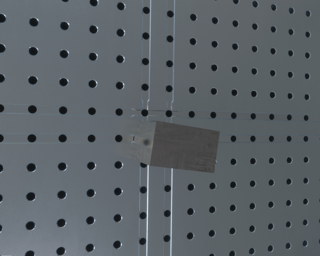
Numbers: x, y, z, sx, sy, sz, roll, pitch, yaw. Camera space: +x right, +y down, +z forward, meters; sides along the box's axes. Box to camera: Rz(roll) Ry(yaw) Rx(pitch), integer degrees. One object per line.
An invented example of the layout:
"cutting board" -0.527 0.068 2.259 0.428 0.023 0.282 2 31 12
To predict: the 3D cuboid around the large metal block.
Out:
"large metal block" 0.016 0.022 0.389 0.081 0.080 0.050 9 87 -20
